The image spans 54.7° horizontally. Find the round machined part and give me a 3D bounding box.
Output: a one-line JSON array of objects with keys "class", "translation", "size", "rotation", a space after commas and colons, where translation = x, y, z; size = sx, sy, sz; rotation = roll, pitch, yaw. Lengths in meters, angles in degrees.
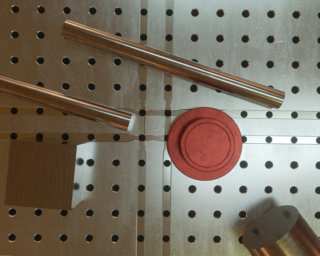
[{"class": "round machined part", "translation": [0.060, 0.021, 0.406], "size": [0.099, 0.042, 0.097], "rotation": [0, 90, -1]}]

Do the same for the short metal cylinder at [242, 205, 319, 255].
[{"class": "short metal cylinder", "translation": [0.152, 0.143, 0.388], "size": [0.080, 0.080, 0.050], "rotation": [-37, 91, 0]}]

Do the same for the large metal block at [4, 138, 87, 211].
[{"class": "large metal block", "translation": [-0.144, 0.057, 0.399], "size": [0.081, 0.050, 0.079], "rotation": [5, 90, -1]}]

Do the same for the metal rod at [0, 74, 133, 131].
[{"class": "metal rod", "translation": [-0.184, -0.050, 0.410], "size": [0.302, 0.025, 0.025], "rotation": [17, 90, -1]}]

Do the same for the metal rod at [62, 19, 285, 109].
[{"class": "metal rod", "translation": [0.018, -0.084, 0.413], "size": [0.302, 0.025, 0.025], "rotation": [18, 90, -1]}]
